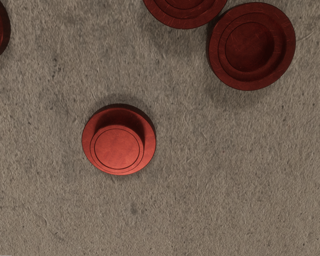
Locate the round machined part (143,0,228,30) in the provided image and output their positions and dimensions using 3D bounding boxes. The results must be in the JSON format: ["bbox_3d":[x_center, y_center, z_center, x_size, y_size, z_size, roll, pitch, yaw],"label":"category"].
[{"bbox_3d":[0.027,-0.161,0.342,0.099,0.042,0.097,0,110,-1],"label":"round machined part"}]

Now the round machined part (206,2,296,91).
[{"bbox_3d":[0.103,-0.096,0.367,0.099,0.042,0.097,0,110,-1],"label":"round machined part"}]

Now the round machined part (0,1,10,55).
[{"bbox_3d":[-0.230,-0.119,0.354,0.099,0.042,0.097,0,110,-1],"label":"round machined part"}]

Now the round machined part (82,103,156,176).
[{"bbox_3d":[-0.054,0.020,0.407,0.099,0.042,0.097,0,110,-1],"label":"round machined part"}]
